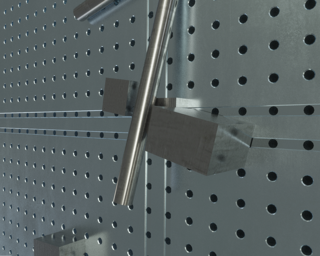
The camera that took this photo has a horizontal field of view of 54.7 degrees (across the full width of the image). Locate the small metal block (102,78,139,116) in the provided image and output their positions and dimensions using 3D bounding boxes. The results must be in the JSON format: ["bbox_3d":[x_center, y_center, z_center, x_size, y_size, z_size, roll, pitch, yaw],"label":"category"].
[{"bbox_3d":[-0.057,-0.046,0.457,0.050,0.025,0.050,13,98,39],"label":"small metal block"}]

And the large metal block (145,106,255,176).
[{"bbox_3d":[0.044,0.010,0.337,0.080,0.081,0.050,18,102,38],"label":"large metal block"}]

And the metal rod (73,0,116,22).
[{"bbox_3d":[-0.021,-0.218,0.426,0.300,0.025,0.025,-13,82,39],"label":"metal rod"}]

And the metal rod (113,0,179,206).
[{"bbox_3d":[-0.014,-0.052,0.391,0.025,0.025,0.298,12,88,39],"label":"metal rod"}]

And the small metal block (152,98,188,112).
[{"bbox_3d":[0.008,-0.013,0.403,0.050,0.025,0.050,3,92,40],"label":"small metal block"}]

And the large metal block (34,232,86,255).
[{"bbox_3d":[-0.173,0.232,0.537,0.080,0.050,0.080,-5,87,40],"label":"large metal block"}]
